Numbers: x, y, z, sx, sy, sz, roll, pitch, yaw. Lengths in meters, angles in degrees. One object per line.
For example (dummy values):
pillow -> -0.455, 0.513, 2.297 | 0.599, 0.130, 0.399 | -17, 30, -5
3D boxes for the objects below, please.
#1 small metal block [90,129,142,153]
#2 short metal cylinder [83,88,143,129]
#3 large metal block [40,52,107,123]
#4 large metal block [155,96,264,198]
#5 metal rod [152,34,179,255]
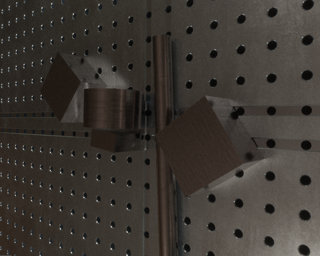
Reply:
small metal block -> -0.062, 0.017, 0.442 | 0.050, 0.050, 0.025 | 10, 97, 39
short metal cylinder -> -0.063, -0.026, 0.423 | 0.080, 0.081, 0.050 | 4, 93, 39
large metal block -> -0.144, -0.065, 0.509 | 0.080, 0.050, 0.080 | 49, 119, 28
large metal block -> 0.053, 0.021, 0.348 | 0.080, 0.050, 0.080 | -39, 66, 32
metal rod -> 0.007, 0.031, 0.401 | 0.025, 0.025, 0.298 | -3, 88, 39
